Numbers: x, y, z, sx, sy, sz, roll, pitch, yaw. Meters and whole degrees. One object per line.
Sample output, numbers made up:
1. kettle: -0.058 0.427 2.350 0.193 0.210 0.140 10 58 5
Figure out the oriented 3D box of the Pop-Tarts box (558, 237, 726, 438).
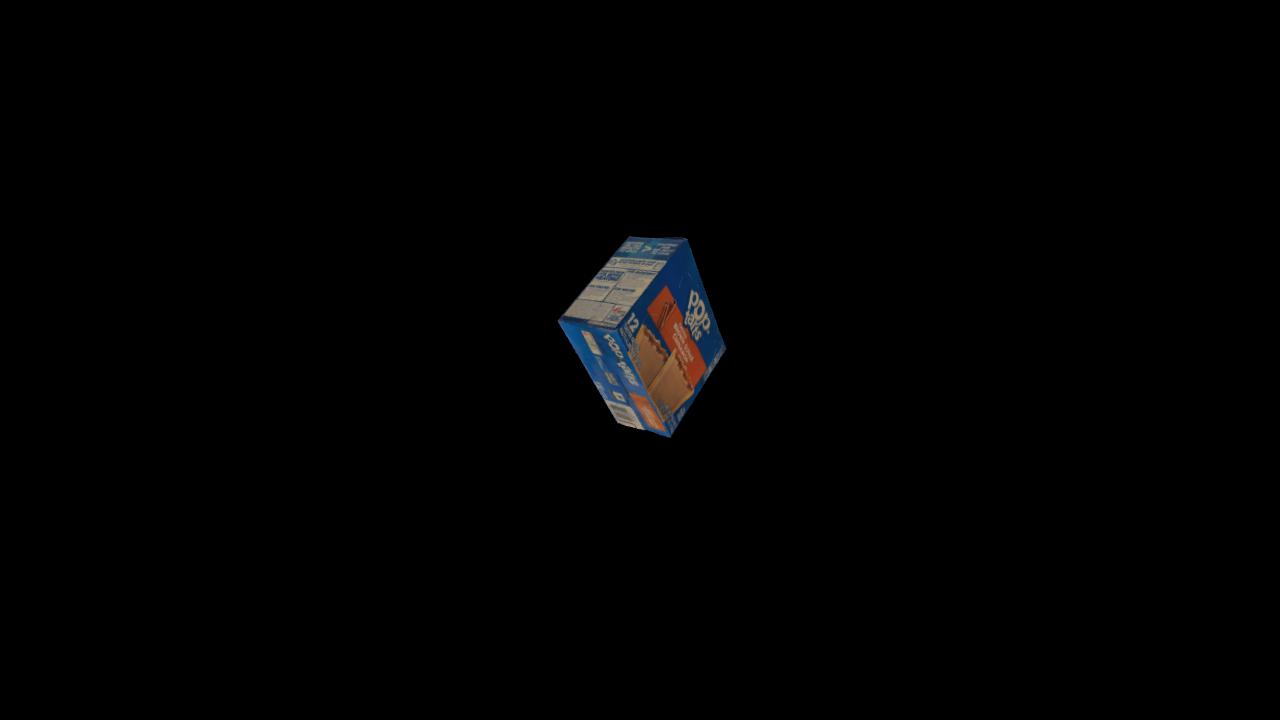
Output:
1. Pop-Tarts box: 0.011 -0.025 0.671 0.083 0.141 0.167 12 -37 36
